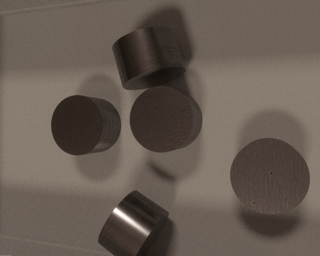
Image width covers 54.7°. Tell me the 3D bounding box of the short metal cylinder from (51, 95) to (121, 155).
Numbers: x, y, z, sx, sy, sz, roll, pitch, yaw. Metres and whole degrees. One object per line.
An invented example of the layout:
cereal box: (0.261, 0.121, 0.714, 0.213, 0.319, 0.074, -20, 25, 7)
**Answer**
short metal cylinder: (-0.102, -0.004, 0.432, 0.080, 0.050, 0.079, 0, 90, 19)

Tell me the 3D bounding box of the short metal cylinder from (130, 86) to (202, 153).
short metal cylinder: (0.009, -0.011, 0.393, 0.080, 0.050, 0.079, 0, 90, 19)

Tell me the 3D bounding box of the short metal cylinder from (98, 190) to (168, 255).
short metal cylinder: (-0.032, 0.127, 0.392, 0.050, 0.080, 0.080, 31, 100, 17)

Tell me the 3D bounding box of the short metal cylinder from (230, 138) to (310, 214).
short metal cylinder: (0.124, 0.052, 0.353, 0.080, 0.050, 0.079, 0, 90, 19)

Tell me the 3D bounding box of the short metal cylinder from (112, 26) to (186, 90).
short metal cylinder: (-0.014, -0.084, 0.385, 0.080, 0.080, 0.050, -17, 85, 19)
